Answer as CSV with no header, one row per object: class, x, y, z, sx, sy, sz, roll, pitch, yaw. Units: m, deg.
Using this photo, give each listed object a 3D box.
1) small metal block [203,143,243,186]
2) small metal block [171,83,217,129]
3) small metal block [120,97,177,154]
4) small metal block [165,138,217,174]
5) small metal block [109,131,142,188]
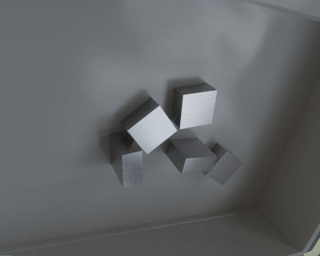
small metal block,0.097,0.059,0.498,0.050,0.025,0.050,33,100,-38
small metal block,0.045,-0.030,0.415,0.050,0.025,0.050,-11,123,-23
small metal block,-0.014,-0.002,0.400,0.050,0.025,0.050,-39,129,-3
small metal block,0.043,0.038,0.440,0.050,0.050,0.025,0,119,-28
small metal block,-0.043,0.038,0.392,0.025,0.050,0.050,-12,124,-22
